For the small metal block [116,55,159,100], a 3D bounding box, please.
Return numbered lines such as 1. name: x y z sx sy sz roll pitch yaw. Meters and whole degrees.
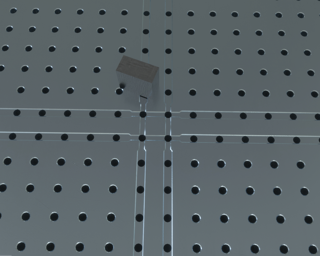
1. small metal block: -0.029 -0.068 0.423 0.050 0.050 0.025 20 71 7
